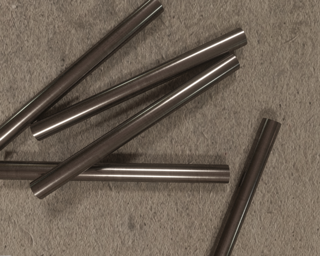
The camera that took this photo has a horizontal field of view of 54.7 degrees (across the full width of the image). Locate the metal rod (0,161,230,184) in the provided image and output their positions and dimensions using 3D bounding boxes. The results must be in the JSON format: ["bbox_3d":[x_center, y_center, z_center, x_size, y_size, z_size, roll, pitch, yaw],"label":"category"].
[{"bbox_3d":[-0.061,0.058,0.409,0.302,0.025,0.025,1,90,-1],"label":"metal rod"}]

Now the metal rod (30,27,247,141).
[{"bbox_3d":[-0.027,-0.058,0.409,0.301,0.025,0.025,-25,90,-1],"label":"metal rod"}]

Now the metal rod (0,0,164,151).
[{"bbox_3d":[-0.117,-0.067,0.408,0.300,0.025,0.025,-41,91,-1],"label":"metal rod"}]

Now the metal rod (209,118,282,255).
[{"bbox_3d":[0.095,0.130,0.411,0.025,0.025,0.299,21,90,-1],"label":"metal rod"}]

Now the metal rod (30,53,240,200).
[{"bbox_3d":[-0.026,-0.006,0.394,0.301,0.025,0.025,-34,90,-6],"label":"metal rod"}]
